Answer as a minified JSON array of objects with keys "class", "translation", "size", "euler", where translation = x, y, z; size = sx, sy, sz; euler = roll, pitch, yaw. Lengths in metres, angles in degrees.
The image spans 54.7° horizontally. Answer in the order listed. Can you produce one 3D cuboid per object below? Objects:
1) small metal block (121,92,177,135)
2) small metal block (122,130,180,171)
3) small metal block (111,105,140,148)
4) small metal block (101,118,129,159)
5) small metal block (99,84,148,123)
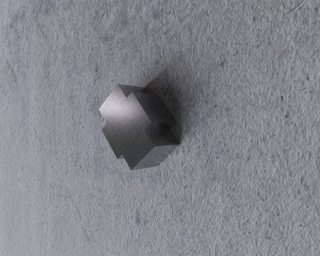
[{"class":"small metal block","translation":[-0.014,-0.018,0.399],"size":[0.025,0.050,0.050],"euler":[-48,62,29]},{"class":"small metal block","translation":[-0.011,0.027,0.397],"size":[0.050,0.050,0.025],"euler":[-46,63,30]},{"class":"small metal block","translation":[-0.029,-0.003,0.411],"size":[0.025,0.050,0.050],"euler":[-47,62,30]},{"class":"small metal block","translation":[-0.044,0.013,0.423],"size":[0.025,0.050,0.050],"euler":[-47,62,30]},{"class":"small metal block","translation":[-0.047,-0.032,0.426],"size":[0.050,0.050,0.025],"euler":[-46,63,30]}]
